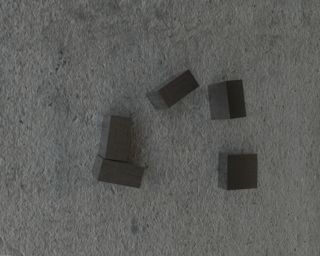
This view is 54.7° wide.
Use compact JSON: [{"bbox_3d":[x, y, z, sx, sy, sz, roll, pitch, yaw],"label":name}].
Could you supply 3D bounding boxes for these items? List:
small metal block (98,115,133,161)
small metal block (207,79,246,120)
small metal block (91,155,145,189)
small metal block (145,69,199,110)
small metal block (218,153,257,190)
[{"bbox_3d":[-0.055,0.011,0.375,0.025,0.050,0.050,8,87,-20],"label":"small metal block"},{"bbox_3d":[0.092,-0.038,0.429,0.025,0.050,0.050,-8,93,-20],"label":"small metal block"},{"bbox_3d":[-0.052,0.052,0.376,0.050,0.050,0.025,15,85,-20],"label":"small metal block"},{"bbox_3d":[0.015,-0.049,0.401,0.050,0.050,0.025,-37,102,-16],"label":"small metal block"},{"bbox_3d":[0.113,0.062,0.451,0.050,0.025,0.050,0,90,-20],"label":"small metal block"}]
